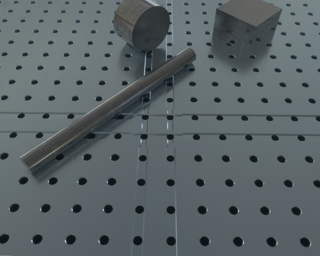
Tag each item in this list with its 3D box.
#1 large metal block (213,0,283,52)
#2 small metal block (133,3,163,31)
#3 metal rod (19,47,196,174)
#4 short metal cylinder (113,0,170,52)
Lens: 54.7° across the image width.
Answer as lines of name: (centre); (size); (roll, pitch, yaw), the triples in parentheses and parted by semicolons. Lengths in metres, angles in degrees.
large metal block: (0.154, -0.190, 0.552); (0.080, 0.050, 0.080); (38, 59, 27)
small metal block: (-0.021, -0.210, 0.584); (0.050, 0.025, 0.050); (5, 50, 4)
metal rod: (-0.055, -0.038, 0.438); (0.025, 0.025, 0.302); (37, 59, 26)
short metal cylinder: (-0.030, -0.174, 0.518); (0.080, 0.080, 0.050); (-34, 58, -25)
